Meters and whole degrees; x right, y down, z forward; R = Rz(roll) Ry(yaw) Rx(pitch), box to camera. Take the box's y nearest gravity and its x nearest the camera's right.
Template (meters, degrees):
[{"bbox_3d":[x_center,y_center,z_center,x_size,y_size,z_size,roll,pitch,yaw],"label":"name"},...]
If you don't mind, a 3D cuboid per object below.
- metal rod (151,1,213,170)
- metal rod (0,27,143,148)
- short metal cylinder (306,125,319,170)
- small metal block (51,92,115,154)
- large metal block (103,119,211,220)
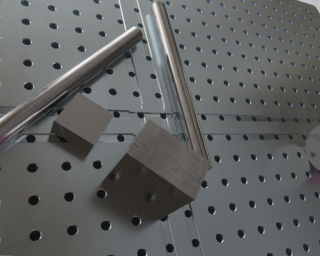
[{"bbox_3d":[0.027,-0.077,0.471,0.025,0.025,0.299,2,61,-28],"label":"metal rod"},{"bbox_3d":[-0.112,-0.055,0.382,0.025,0.025,0.301,41,51,-1],"label":"metal rod"},{"bbox_3d":[0.294,0.033,0.514,0.050,0.080,0.080,3,61,-27],"label":"short metal cylinder"},{"bbox_3d":[-0.090,-0.006,0.364,0.050,0.025,0.050,33,51,-7],"label":"small metal block"},{"bbox_3d":[-0.006,0.048,0.342,0.080,0.080,0.050,36,51,-5],"label":"large metal block"}]
